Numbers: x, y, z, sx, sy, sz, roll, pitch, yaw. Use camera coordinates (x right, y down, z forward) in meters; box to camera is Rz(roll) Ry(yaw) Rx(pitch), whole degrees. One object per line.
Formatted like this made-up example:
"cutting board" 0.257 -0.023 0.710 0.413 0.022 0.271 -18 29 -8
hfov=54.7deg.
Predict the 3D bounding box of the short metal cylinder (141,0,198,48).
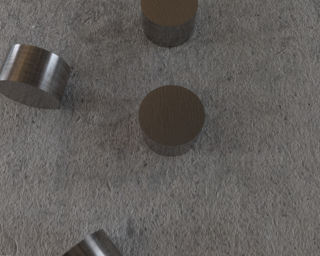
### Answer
"short metal cylinder" 0.013 -0.167 0.456 0.081 0.050 0.080 0 70 0

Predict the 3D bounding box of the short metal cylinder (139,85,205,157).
"short metal cylinder" 0.014 -0.008 0.398 0.081 0.050 0.080 0 70 0

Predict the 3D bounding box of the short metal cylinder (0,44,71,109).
"short metal cylinder" -0.163 -0.064 0.401 0.080 0.080 0.050 9 71 3

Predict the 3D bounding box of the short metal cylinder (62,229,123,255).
"short metal cylinder" -0.077 0.152 0.323 0.080 0.080 0.050 -39 75 -13
